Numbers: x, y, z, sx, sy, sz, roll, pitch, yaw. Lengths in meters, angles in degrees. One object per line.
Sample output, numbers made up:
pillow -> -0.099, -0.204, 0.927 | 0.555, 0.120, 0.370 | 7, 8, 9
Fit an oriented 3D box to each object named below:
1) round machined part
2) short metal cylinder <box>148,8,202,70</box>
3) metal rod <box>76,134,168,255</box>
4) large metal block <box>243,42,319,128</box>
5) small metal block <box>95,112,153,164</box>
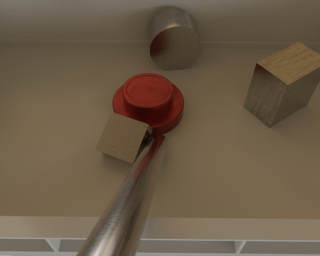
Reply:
round machined part -> -0.016, -0.039, 0.426 | 0.099, 0.042, 0.098 | 0, 50, 0
short metal cylinder -> 0.022, -0.138, 0.486 | 0.081, 0.080, 0.050 | -5, 50, -5
metal rod -> -0.015, 0.043, 0.245 | 0.025, 0.025, 0.300 | 6, 9, 4
large metal block -> 0.168, -0.058, 0.420 | 0.081, 0.080, 0.050 | -28, 56, -22
small metal block -> -0.043, 0.014, 0.380 | 0.050, 0.025, 0.050 | 19, 80, 14
